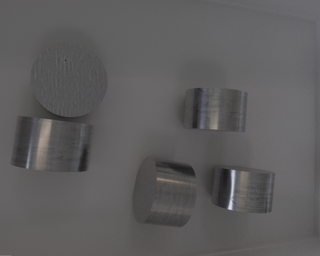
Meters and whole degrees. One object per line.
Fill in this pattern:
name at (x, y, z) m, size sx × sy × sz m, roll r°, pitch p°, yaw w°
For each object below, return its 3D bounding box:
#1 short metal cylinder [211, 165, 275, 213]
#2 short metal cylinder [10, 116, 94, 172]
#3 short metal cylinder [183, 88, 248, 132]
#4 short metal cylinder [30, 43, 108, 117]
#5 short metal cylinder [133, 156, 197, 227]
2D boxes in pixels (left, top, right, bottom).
short metal cylinder at (0.113, 0.081, 0.423) m, size 0.081 × 0.080 × 0.050 m, roll 6°, pitch 88°, yaw -20°
short metal cylinder at (-0.116, 0.017, 0.339) m, size 0.081 × 0.080 × 0.050 m, roll 8°, pitch 88°, yaw -20°
short metal cylinder at (0.073, -0.022, 0.408) m, size 0.081 × 0.080 × 0.050 m, roll 4°, pitch 89°, yaw -20°
short metal cylinder at (-0.105, -0.052, 0.358) m, size 0.081 × 0.050 × 0.080 m, roll 0°, pitch 90°, yaw -20°
short metal cylinder at (0.004, 0.079, 0.383) m, size 0.050 × 0.080 × 0.080 m, roll 13°, pitch 86°, yaw -20°
